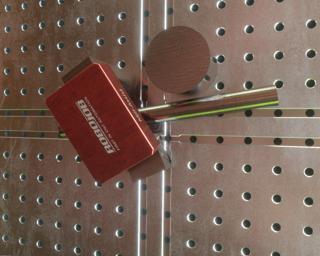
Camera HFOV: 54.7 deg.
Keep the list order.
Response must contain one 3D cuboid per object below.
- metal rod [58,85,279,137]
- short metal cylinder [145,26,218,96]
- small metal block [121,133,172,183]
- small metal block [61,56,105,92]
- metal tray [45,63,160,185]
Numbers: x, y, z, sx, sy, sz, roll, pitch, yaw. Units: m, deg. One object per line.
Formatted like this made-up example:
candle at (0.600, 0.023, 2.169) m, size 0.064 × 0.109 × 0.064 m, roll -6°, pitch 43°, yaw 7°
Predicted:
metal rod at (-0.003, -0.019, 0.413) m, size 0.301 × 0.025 × 0.025 m, roll -8°, pitch 87°, yaw 19°
short metal cylinder at (0.028, -0.081, 0.388) m, size 0.080 × 0.050 × 0.079 m, roll 0°, pitch 90°, yaw 19°
small metal block at (-0.019, 0.040, 0.417) m, size 0.050 × 0.025 × 0.050 m, roll -25°, pitch 82°, yaw 18°
small metal block at (-0.099, -0.070, 0.432) m, size 0.050 × 0.050 × 0.025 m, roll -33°, pitch 80°, yaw 17°
metal tray at (-0.073, -0.005, 0.393) m, size 0.090 × 0.030 × 0.130 m, roll -32°, pitch 91°, yaw 17°
